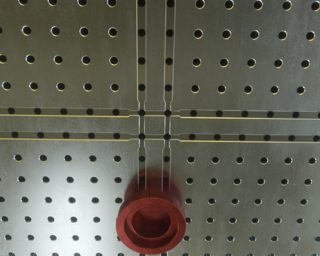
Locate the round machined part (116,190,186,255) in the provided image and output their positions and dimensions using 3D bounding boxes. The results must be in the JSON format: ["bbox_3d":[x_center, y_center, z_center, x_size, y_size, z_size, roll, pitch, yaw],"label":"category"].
[{"bbox_3d":[-0.013,0.132,0.453,0.099,0.042,0.097,0,110,-1],"label":"round machined part"}]
